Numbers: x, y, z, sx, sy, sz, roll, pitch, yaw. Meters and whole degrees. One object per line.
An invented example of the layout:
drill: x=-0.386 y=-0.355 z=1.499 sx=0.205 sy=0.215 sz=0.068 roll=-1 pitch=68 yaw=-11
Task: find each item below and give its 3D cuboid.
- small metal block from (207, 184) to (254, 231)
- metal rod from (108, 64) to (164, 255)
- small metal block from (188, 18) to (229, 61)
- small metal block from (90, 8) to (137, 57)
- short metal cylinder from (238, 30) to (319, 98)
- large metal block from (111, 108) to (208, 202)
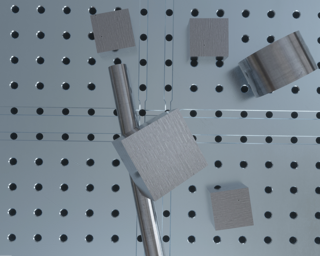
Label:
small metal block: x=0.094 y=0.105 z=0.415 sx=0.050 sy=0.025 sz=0.050 roll=-8 pitch=90 yaw=-1
metal rod: x=-0.028 y=0.064 z=0.413 sx=0.025 sy=0.025 sz=0.298 roll=-11 pitch=90 yaw=0
small metal block: x=0.064 y=-0.118 z=0.414 sx=0.050 sy=0.025 sz=0.050 roll=0 pitch=90 yaw=-1
small metal block: x=-0.061 y=-0.126 z=0.413 sx=0.050 sy=0.025 sz=0.050 roll=-11 pitch=90 yaw=-1
short metal cylinder: x=0.146 y=-0.078 z=0.388 sx=0.080 sy=0.080 sz=0.050 roll=-27 pitch=90 yaw=0
large metal block: x=-0.001 y=0.031 z=0.385 sx=0.080 sy=0.050 sz=0.080 roll=-31 pitch=97 yaw=-20
